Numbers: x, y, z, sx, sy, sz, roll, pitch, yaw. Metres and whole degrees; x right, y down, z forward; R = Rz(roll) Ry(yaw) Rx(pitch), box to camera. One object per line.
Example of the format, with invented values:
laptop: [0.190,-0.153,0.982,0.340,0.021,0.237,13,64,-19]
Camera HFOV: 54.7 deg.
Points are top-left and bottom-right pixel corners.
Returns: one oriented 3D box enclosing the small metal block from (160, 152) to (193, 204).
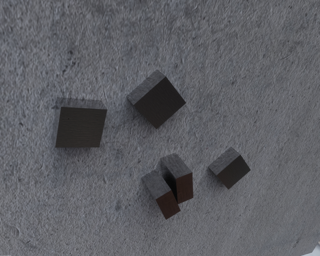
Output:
small metal block: [0.024,0.072,0.448,0.025,0.050,0.050,-18,126,-18]

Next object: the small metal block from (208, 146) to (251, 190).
small metal block: [0.115,0.066,0.511,0.050,0.025,0.050,-41,130,0]

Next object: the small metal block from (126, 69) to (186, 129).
small metal block: [-0.004,-0.035,0.383,0.050,0.025,0.050,-42,130,1]

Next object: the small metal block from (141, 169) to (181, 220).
small metal block: [0.002,0.096,0.451,0.025,0.050,0.050,-30,129,-10]

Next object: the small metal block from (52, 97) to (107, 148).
small metal block: [-0.092,-0.005,0.353,0.050,0.025,0.050,2,118,-30]
